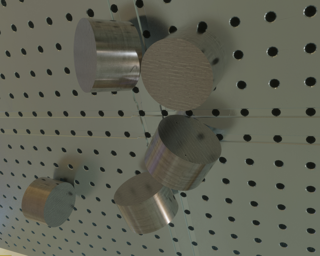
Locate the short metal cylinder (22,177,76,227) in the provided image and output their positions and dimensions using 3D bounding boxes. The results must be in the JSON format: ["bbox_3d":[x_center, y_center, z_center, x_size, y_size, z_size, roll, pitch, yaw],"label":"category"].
[{"bbox_3d":[-0.199,0.133,0.560,0.050,0.080,0.079,8,122,23],"label":"short metal cylinder"}]

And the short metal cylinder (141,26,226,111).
[{"bbox_3d":[0.026,-0.065,0.340,0.080,0.050,0.079,13,124,20],"label":"short metal cylinder"}]

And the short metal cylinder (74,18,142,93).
[{"bbox_3d":[-0.061,-0.081,0.351,0.080,0.050,0.079,18,111,57],"label":"short metal cylinder"}]

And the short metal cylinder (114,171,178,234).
[{"bbox_3d":[-0.020,0.106,0.450,0.080,0.080,0.050,-10,113,32],"label":"short metal cylinder"}]

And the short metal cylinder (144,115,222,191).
[{"bbox_3d":[0.027,0.029,0.378,0.080,0.080,0.050,32,128,7],"label":"short metal cylinder"}]
